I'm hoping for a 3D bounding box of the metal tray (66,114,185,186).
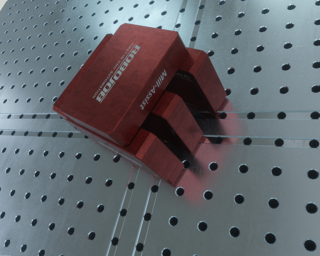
[{"bbox_3d":[-0.043,0.017,0.379,0.130,0.090,0.030,23,75,36],"label":"metal tray"}]

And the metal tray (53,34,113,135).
[{"bbox_3d":[-0.087,-0.057,0.445,0.030,0.090,0.130,29,76,15],"label":"metal tray"}]

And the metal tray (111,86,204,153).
[{"bbox_3d":[-0.018,-0.021,0.389,0.130,0.090,0.030,22,73,35],"label":"metal tray"}]

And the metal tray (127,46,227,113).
[{"bbox_3d":[0.013,-0.070,0.402,0.130,0.090,0.030,23,75,36],"label":"metal tray"}]

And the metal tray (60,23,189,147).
[{"bbox_3d":[-0.040,-0.053,0.343,0.090,0.030,0.130,23,74,36],"label":"metal tray"}]
